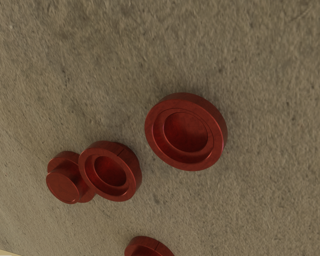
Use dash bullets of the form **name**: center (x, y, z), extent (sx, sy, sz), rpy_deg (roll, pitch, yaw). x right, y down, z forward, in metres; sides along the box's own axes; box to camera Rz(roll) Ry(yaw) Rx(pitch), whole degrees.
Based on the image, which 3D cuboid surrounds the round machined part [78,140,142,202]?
- **round machined part**: center (-0.070, 0.060, 0.468), extent (0.098, 0.042, 0.097), rpy_deg (13, 124, 20)

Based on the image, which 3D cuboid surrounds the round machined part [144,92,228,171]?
- **round machined part**: center (0.034, 0.001, 0.378), extent (0.098, 0.042, 0.097), rpy_deg (13, 124, 20)

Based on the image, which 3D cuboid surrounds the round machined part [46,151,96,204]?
- **round machined part**: center (-0.155, 0.091, 0.531), extent (0.098, 0.042, 0.097), rpy_deg (13, 124, 20)

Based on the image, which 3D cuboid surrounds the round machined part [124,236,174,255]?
- **round machined part**: center (-0.022, 0.246, 0.558), extent (0.098, 0.042, 0.097), rpy_deg (13, 124, 20)
